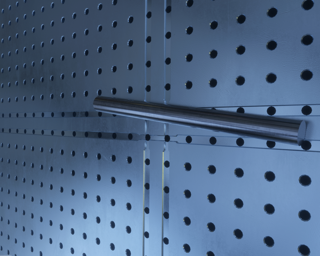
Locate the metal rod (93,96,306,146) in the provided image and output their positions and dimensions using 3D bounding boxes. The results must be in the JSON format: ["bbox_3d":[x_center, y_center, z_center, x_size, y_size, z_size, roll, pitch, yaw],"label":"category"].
[{"bbox_3d":[0.021,-0.016,0.390,0.300,0.025,0.025,11,97,39],"label":"metal rod"}]
